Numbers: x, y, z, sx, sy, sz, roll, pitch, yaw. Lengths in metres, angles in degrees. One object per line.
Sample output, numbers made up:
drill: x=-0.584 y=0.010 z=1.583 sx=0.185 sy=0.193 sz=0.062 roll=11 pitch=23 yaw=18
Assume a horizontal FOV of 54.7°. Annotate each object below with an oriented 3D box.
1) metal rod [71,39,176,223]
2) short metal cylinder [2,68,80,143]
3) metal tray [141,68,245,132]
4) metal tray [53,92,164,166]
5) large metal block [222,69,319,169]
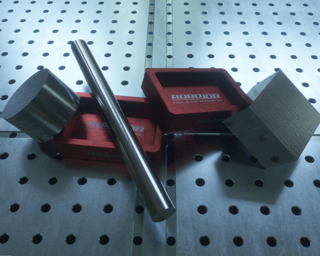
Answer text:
metal rod: x=-0.060 y=-0.020 z=0.385 sx=0.025 sy=0.025 sz=0.300 roll=-20 pitch=53 yaw=-16
short metal cylinder: x=-0.149 y=-0.029 z=0.391 sx=0.080 sy=0.050 sz=0.080 roll=-25 pitch=40 yaw=24
metal tray: x=0.051 y=-0.042 z=0.415 sx=0.131 sy=0.030 sz=0.090 roll=-5 pitch=48 yaw=-26
metal tray: x=-0.059 y=-0.001 z=0.404 sx=0.131 sy=0.030 sz=0.090 roll=5 pitch=50 yaw=4
large metal block: x=0.138 y=-0.010 z=0.378 sx=0.080 sy=0.050 sz=0.080 roll=47 pitch=60 yaw=-3
